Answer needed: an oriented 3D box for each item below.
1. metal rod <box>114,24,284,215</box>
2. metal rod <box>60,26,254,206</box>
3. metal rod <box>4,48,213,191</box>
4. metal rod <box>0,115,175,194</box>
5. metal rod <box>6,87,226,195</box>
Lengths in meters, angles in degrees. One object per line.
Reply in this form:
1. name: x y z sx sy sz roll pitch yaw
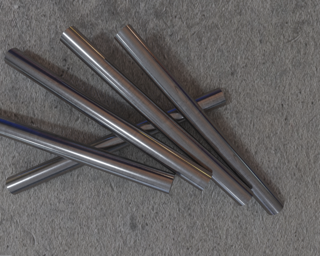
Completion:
1. metal rod: 0.054 -0.004 0.387 0.025 0.025 0.300 -42 99 0
2. metal rod: -0.002 -0.013 0.383 0.300 0.025 0.025 43 90 -2
3. metal rod: -0.070 -0.015 0.388 0.301 0.025 0.025 32 90 8
4. metal rod: -0.128 0.021 0.387 0.301 0.025 0.025 18 90 8
5. metal rod: -0.057 0.017 0.409 0.301 0.025 0.025 -23 90 0
